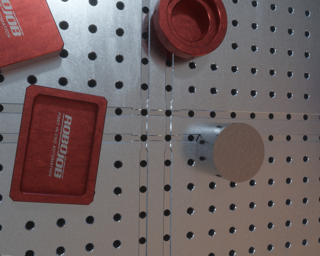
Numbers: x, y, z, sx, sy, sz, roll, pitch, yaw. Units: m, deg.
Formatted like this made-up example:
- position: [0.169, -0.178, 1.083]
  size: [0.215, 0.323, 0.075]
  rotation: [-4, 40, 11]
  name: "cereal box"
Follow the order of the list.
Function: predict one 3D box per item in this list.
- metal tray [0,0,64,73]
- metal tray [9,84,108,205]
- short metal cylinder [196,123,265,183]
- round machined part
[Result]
- position: [-0.175, -0.135, 0.345]
  size: [0.091, 0.030, 0.129]
  rotation: [-24, 98, -19]
  name: "metal tray"
- position: [-0.118, 0.021, 0.366]
  size: [0.091, 0.030, 0.129]
  rotation: [9, 87, -20]
  name: "metal tray"
- position: [0.098, 0.033, 0.435]
  size: [0.081, 0.050, 0.079]
  rotation: [0, 90, -20]
  name: "short metal cylinder"
- position: [0.037, -0.142, 0.417]
  size: [0.099, 0.042, 0.097]
  rotation: [0, 90, -20]
  name: "round machined part"
